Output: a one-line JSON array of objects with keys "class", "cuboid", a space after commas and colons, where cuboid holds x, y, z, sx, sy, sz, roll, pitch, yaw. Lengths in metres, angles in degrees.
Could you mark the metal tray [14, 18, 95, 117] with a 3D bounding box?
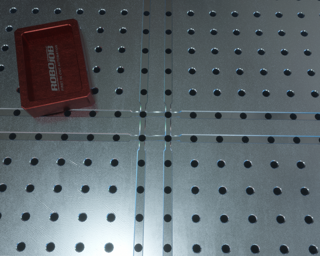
[{"class": "metal tray", "cuboid": [-0.150, -0.087, 0.438, 0.091, 0.030, 0.130, -13, 71, -5]}]
